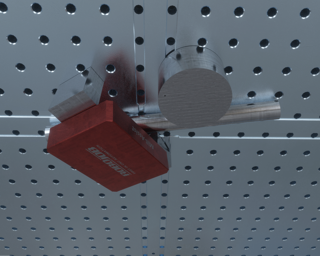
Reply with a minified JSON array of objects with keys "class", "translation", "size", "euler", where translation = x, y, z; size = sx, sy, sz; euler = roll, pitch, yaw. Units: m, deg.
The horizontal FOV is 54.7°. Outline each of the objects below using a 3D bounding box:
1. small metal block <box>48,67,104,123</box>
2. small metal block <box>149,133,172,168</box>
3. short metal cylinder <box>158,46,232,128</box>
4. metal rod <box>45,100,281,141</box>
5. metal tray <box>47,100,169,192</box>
[{"class":"small metal block","translation":[-0.096,-0.038,0.361],"size":[0.050,0.050,0.025],"euler":[-25,126,19]},{"class":"small metal block","translation":[-0.017,0.038,0.442],"size":[0.050,0.025,0.050],"euler":[-18,128,14]},{"class":"short metal cylinder","translation":[0.038,-0.046,0.356],"size":[0.081,0.050,0.079],"euler":[0,130,0]},{"class":"metal rod","translation":[0.000,-0.007,0.406],"size":[0.302,0.025,0.025],"euler":[-6,130,4]},{"class":"metal tray","translation":[-0.059,0.029,0.382],"size":[0.090,0.030,0.130],"euler":[-24,138,19]}]
